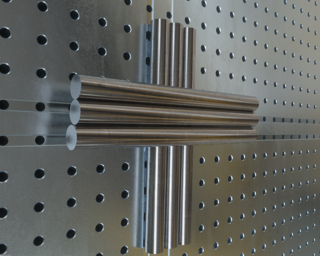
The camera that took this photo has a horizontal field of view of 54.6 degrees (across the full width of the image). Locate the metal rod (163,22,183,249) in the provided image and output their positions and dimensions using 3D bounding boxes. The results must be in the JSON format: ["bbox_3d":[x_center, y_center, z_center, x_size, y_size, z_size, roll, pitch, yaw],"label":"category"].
[{"bbox_3d":[0.015,0.009,0.421,0.025,0.025,0.298,2,89,-40],"label":"metal rod"}]

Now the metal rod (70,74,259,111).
[{"bbox_3d":[0.033,-0.040,0.403,0.302,0.025,0.025,1,90,-40],"label":"metal rod"}]

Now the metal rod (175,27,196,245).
[{"bbox_3d":[0.035,0.010,0.437,0.025,0.025,0.298,2,89,-40],"label":"metal rod"}]

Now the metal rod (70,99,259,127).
[{"bbox_3d":[0.032,-0.015,0.402,0.302,0.025,0.025,1,90,-40],"label":"metal rod"}]

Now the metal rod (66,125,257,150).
[{"bbox_3d":[0.029,0.010,0.400,0.302,0.025,0.025,1,90,-40],"label":"metal rod"}]

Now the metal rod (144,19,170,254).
[{"bbox_3d":[-0.004,0.010,0.405,0.025,0.025,0.298,2,89,-40],"label":"metal rod"}]
